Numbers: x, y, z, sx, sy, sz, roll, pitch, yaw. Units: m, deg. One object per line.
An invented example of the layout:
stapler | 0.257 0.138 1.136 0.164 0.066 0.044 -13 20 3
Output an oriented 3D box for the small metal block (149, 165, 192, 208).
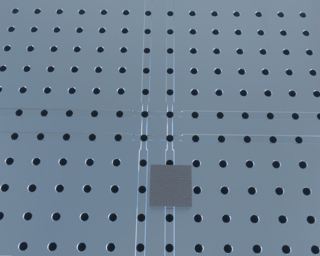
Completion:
small metal block | 0.013 0.073 0.385 0.050 0.025 0.050 1 70 0
